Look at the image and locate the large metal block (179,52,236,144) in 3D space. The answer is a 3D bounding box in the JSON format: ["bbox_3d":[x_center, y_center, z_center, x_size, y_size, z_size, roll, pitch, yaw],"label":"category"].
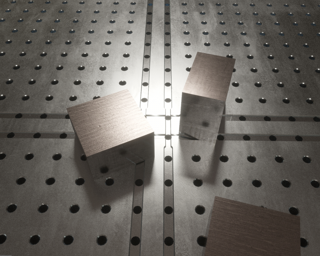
[{"bbox_3d":[0.061,-0.039,0.406,0.050,0.080,0.080,13,51,11],"label":"large metal block"}]

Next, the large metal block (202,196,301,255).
[{"bbox_3d":[0.082,0.120,0.292,0.080,0.050,0.080,12,51,9],"label":"large metal block"}]

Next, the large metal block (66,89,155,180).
[{"bbox_3d":[-0.060,0.006,0.386,0.081,0.050,0.080,-21,53,-17],"label":"large metal block"}]
